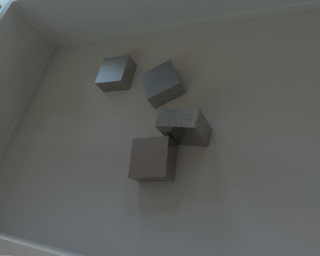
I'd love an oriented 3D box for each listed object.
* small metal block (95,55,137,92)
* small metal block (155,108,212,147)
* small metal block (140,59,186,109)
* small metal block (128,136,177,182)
[{"bbox_3d":[-0.070,-0.087,0.496,0.050,0.025,0.050,-1,61,27],"label":"small metal block"},{"bbox_3d":[0.030,-0.001,0.374,0.050,0.050,0.025,3,63,29],"label":"small metal block"},{"bbox_3d":[0.004,-0.063,0.443,0.050,0.025,0.050,-26,53,12],"label":"small metal block"},{"bbox_3d":[-0.009,0.039,0.382,0.050,0.025,0.050,-6,66,25],"label":"small metal block"}]
